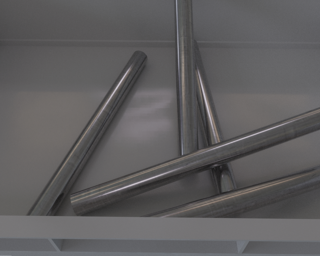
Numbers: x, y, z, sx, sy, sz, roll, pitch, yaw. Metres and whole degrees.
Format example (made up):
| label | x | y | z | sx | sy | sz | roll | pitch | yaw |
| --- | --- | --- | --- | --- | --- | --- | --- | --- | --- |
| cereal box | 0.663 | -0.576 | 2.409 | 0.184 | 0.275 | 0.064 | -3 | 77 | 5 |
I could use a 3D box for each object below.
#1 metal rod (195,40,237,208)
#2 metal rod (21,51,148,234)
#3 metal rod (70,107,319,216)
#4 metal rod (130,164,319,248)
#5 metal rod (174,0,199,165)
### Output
| label | x | y | z | sx | sy | sz | roll | pitch | yaw |
| --- | --- | --- | --- | --- | --- | --- | --- | --- | --- |
| metal rod | 0.064 | -0.025 | 0.426 | 0.025 | 0.025 | 0.300 | -4 | 50 | -3 |
| metal rod | -0.081 | -0.006 | 0.409 | 0.025 | 0.025 | 0.301 | 15 | 51 | 12 |
| metal rod | 0.050 | 0.035 | 0.346 | 0.302 | 0.025 | 0.025 | -19 | 52 | -4 |
| metal rod | 0.117 | 0.066 | 0.324 | 0.302 | 0.025 | 0.025 | -11 | 51 | -20 |
| metal rod | 0.033 | -0.099 | 0.407 | 0.025 | 0.025 | 0.299 | -1 | 76 | -1 |
